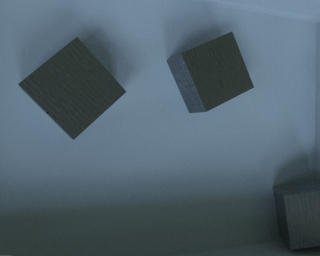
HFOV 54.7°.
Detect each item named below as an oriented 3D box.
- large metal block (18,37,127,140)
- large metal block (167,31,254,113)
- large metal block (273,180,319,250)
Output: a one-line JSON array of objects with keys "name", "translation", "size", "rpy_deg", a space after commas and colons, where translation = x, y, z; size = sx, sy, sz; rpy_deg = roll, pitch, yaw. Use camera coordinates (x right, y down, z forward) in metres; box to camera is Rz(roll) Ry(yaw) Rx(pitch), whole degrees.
[{"name": "large metal block", "translation": [-0.101, -0.043, 0.360], "size": [0.080, 0.050, 0.080], "rpy_deg": [-45, 104, -14]}, {"name": "large metal block", "translation": [0.068, -0.074, 0.422], "size": [0.081, 0.050, 0.080], "rpy_deg": [-27, 99, -18]}, {"name": "large metal block", "translation": [0.223, 0.128, 0.465], "size": [0.080, 0.050, 0.080], "rpy_deg": [-9, 93, 3]}]
